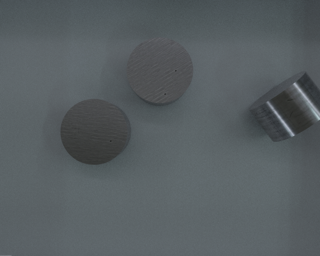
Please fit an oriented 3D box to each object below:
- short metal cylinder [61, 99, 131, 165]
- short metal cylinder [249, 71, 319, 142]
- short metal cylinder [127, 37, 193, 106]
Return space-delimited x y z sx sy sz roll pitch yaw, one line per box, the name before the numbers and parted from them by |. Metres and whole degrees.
short metal cylinder | -0.080 0.005 0.398 0.081 0.050 0.079 0 90 -1
short metal cylinder | 0.160 -0.027 0.386 0.080 0.080 0.050 -37 90 0
short metal cylinder | 0.000 -0.070 0.399 0.081 0.050 0.079 0 90 -1
